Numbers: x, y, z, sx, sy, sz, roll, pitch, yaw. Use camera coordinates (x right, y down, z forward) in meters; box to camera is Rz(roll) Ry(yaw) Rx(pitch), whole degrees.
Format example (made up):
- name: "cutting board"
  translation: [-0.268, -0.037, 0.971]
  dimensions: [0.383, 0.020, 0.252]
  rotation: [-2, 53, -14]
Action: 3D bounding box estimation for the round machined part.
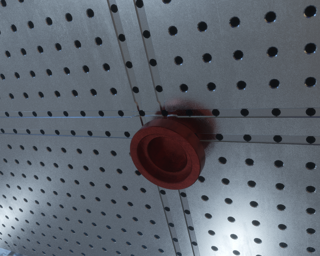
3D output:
- name: "round machined part"
  translation: [0.013, 0.030, 0.411]
  dimensions: [0.098, 0.042, 0.097]
  rotation: [13, 124, 20]
